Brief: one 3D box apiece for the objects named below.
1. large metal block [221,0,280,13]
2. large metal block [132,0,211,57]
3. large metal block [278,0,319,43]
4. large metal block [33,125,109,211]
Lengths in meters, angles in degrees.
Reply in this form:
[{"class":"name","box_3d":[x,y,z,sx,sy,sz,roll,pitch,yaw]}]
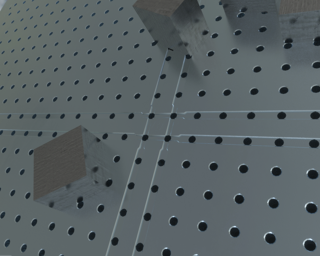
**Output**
[{"class":"large metal block","box_3d":[0.127,-0.212,0.437,0.080,0.080,0.050,16,70,34]},{"class":"large metal block","box_3d":[0.019,-0.162,0.464,0.080,0.080,0.050,33,80,38]},{"class":"large metal block","box_3d":[0.197,-0.156,0.385,0.080,0.050,0.080,3,63,30]},{"class":"large metal block","box_3d":[-0.122,0.055,0.424,0.080,0.050,0.080,-26,53,12]}]
